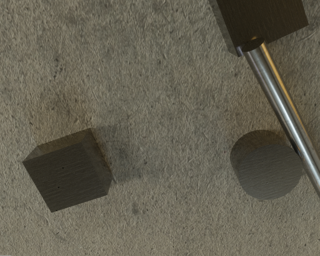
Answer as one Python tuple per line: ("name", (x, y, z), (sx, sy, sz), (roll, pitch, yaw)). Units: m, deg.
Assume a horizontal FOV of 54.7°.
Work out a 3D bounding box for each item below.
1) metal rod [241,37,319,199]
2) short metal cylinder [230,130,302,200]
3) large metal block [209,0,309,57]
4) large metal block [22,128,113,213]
("metal rod", (0.179, 0.018, 0.391), (0.025, 0.025, 0.300), (-32, 117, 11))
("short metal cylinder", (0.140, 0.048, 0.416), (0.081, 0.050, 0.079), (0, 110, 0))
("large metal block", (0.106, -0.136, 0.347), (0.080, 0.050, 0.080), (-24, 109, 8))
("large metal block", (-0.120, 0.056, 0.416), (0.080, 0.050, 0.080), (-19, 109, 6))
